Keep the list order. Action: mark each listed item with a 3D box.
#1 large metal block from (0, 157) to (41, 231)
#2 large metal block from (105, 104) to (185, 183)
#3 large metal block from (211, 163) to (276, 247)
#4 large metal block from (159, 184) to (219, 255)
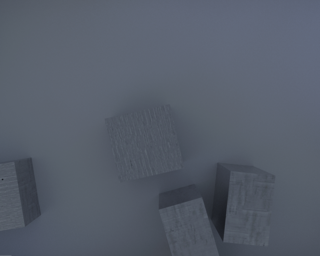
[{"bbox_3d":[-0.209,0.086,0.397,0.080,0.050,0.080,-9,90,0],"label":"large metal block"},{"bbox_3d":[-0.018,0.018,0.399,0.080,0.050,0.080,-13,90,0],"label":"large metal block"},{"bbox_3d":[0.100,0.090,0.385,0.050,0.080,0.080,6,90,0],"label":"large metal block"},{"bbox_3d":[0.034,0.122,0.384,0.050,0.080,0.080,-16,90,0],"label":"large metal block"}]
